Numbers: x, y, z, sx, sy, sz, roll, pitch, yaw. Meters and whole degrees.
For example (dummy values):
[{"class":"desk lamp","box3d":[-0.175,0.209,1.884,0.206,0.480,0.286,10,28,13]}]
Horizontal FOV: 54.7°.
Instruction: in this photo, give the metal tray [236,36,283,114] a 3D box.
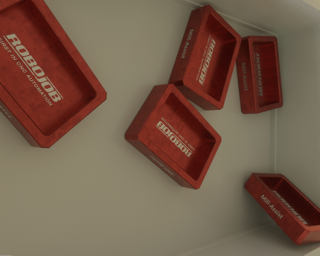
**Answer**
[{"class":"metal tray","box3d":[0.177,-0.095,0.551,0.091,0.030,0.129,-14,99,-39]}]

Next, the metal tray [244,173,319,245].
[{"class":"metal tray","box3d":[0.214,0.129,0.515,0.091,0.130,0.030,7,119,-34]}]

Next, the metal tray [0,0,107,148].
[{"class":"metal tray","box3d":[-0.123,-0.056,0.300,0.090,0.030,0.130,-47,118,-30]}]

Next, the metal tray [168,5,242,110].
[{"class":"metal tray","box3d":[0.071,-0.102,0.461,0.090,0.030,0.130,28,72,-36]}]

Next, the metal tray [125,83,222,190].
[{"class":"metal tray","box3d":[0.024,0.014,0.422,0.130,0.030,0.090,44,64,-31]}]
